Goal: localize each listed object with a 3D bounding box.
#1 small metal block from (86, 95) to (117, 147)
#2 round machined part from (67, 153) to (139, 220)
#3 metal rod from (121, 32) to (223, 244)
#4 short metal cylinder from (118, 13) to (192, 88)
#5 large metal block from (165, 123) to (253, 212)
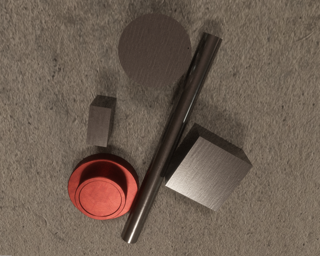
[{"bbox_3d":[-0.074,-0.010,0.392,0.025,0.050,0.050,9,110,-4],"label":"small metal block"},{"bbox_3d":[-0.080,0.088,0.432,0.099,0.042,0.097,0,110,-1],"label":"round machined part"},{"bbox_3d":[0.010,0.024,0.407,0.025,0.025,0.298,20,105,-8],"label":"metal rod"},{"bbox_3d":[-0.006,-0.092,0.362,0.081,0.050,0.079,0,110,-1],"label":"short metal cylinder"},{"bbox_3d":[0.062,0.052,0.417,0.080,0.050,0.080,29,107,-11],"label":"large metal block"}]
